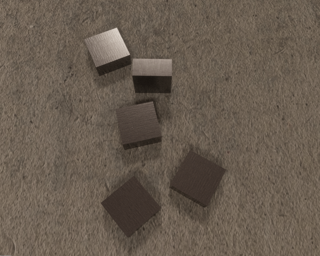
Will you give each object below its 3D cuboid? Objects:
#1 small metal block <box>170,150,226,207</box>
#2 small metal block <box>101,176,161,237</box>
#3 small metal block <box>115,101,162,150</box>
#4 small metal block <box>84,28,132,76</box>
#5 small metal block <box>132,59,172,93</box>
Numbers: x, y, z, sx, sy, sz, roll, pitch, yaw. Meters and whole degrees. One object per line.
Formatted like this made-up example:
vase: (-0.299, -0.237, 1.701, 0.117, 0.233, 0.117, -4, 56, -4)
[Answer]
small metal block: (0.046, 0.063, 0.386, 0.050, 0.025, 0.050, 29, 72, 9)
small metal block: (-0.034, 0.095, 0.373, 0.050, 0.025, 0.050, -39, 75, -13)
small metal block: (-0.028, -0.003, 0.409, 0.050, 0.025, 0.050, -12, 71, -5)
small metal block: (-0.075, -0.110, 0.447, 0.050, 0.025, 0.050, -23, 72, -9)
small metal block: (-0.010, -0.070, 0.420, 0.050, 0.050, 0.025, 1, 70, 0)
